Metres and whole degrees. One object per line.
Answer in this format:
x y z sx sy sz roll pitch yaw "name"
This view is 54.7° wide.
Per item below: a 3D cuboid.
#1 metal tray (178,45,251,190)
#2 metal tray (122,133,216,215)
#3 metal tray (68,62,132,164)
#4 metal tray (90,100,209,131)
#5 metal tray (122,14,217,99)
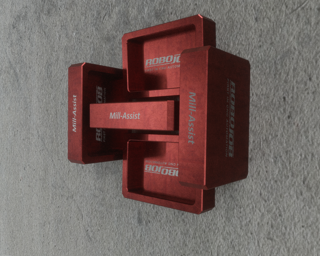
0.058 -0.009 0.316 0.030 0.091 0.129 2 91 40 "metal tray"
0.007 0.052 0.399 0.130 0.030 0.089 1 90 40 "metal tray"
-0.081 -0.019 0.431 0.030 0.091 0.129 2 92 40 "metal tray"
-0.010 -0.015 0.374 0.130 0.091 0.030 2 93 40 "metal tray"
0.008 -0.084 0.397 0.130 0.030 0.089 1 93 40 "metal tray"
